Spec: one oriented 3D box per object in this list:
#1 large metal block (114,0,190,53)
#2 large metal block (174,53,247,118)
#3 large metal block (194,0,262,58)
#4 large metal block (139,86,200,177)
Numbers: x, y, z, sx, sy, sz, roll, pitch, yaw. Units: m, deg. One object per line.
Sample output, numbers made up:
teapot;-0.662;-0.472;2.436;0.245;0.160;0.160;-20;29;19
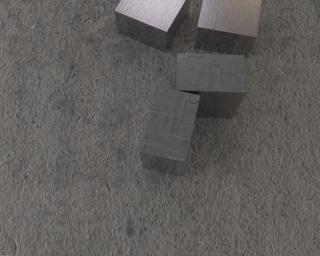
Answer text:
large metal block;-0.009;-0.171;0.457;0.080;0.050;0.080;25;72;8
large metal block;0.060;-0.051;0.398;0.080;0.080;0.050;2;70;1
large metal block;0.098;-0.157;0.453;0.080;0.050;0.080;11;70;4
large metal block;0.012;0.007;0.376;0.050;0.080;0.080;13;71;5
